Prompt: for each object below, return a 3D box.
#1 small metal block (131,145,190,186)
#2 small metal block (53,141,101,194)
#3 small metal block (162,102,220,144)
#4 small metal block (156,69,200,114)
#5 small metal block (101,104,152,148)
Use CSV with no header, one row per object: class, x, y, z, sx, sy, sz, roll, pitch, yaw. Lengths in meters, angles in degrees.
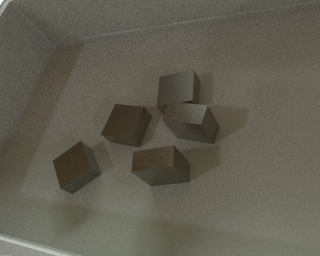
small metal block,0.002,0.045,0.360,0.050,0.050,0.025,-11,57,22
small metal block,-0.116,0.055,0.431,0.050,0.025,0.050,-36,51,4
small metal block,0.038,-0.006,0.372,0.050,0.050,0.025,8,66,31
small metal block,0.026,-0.047,0.420,0.050,0.025,0.050,-8,58,23
small metal block,-0.046,-0.004,0.431,0.050,0.025,0.050,8,66,31
